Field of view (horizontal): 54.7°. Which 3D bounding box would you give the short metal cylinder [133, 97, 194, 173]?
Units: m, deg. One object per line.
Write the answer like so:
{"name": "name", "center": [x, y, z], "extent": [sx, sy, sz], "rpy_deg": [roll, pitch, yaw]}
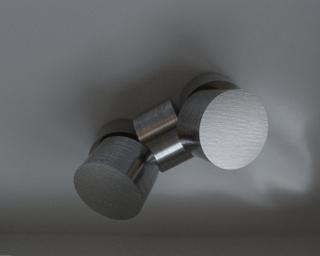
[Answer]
{"name": "short metal cylinder", "center": [0.009, 0.008, 0.383], "extent": [0.050, 0.080, 0.080], "rpy_deg": [-28, 108, 9]}

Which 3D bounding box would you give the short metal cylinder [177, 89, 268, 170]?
{"name": "short metal cylinder", "center": [0.065, -0.001, 0.327], "extent": [0.081, 0.050, 0.079], "rpy_deg": [-3, 98, -22]}

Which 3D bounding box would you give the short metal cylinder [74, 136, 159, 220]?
{"name": "short metal cylinder", "center": [-0.048, 0.056, 0.348], "extent": [0.080, 0.050, 0.079], "rpy_deg": [11, 125, 16]}

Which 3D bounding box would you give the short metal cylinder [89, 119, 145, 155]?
{"name": "short metal cylinder", "center": [-0.049, 0.033, 0.408], "extent": [0.081, 0.050, 0.079], "rpy_deg": [0, 110, -1]}

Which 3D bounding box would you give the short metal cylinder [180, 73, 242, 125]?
{"name": "short metal cylinder", "center": [0.067, -0.025, 0.388], "extent": [0.081, 0.050, 0.079], "rpy_deg": [0, 110, -1]}
